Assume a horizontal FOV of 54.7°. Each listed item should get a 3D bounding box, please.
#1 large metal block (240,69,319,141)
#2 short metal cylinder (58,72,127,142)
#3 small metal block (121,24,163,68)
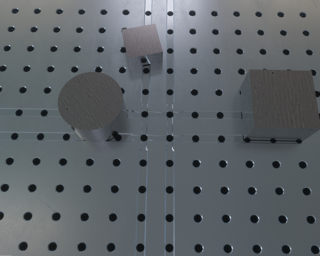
[{"bbox_3d":[0.155,-0.029,0.410,0.081,0.050,0.080,1,70,0],"label":"large metal block"},{"bbox_3d":[-0.086,-0.026,0.407,0.081,0.050,0.080,0,70,0],"label":"short metal cylinder"},{"bbox_3d":[-0.026,-0.121,0.456,0.050,0.025,0.050,-12,71,-5],"label":"small metal block"}]
